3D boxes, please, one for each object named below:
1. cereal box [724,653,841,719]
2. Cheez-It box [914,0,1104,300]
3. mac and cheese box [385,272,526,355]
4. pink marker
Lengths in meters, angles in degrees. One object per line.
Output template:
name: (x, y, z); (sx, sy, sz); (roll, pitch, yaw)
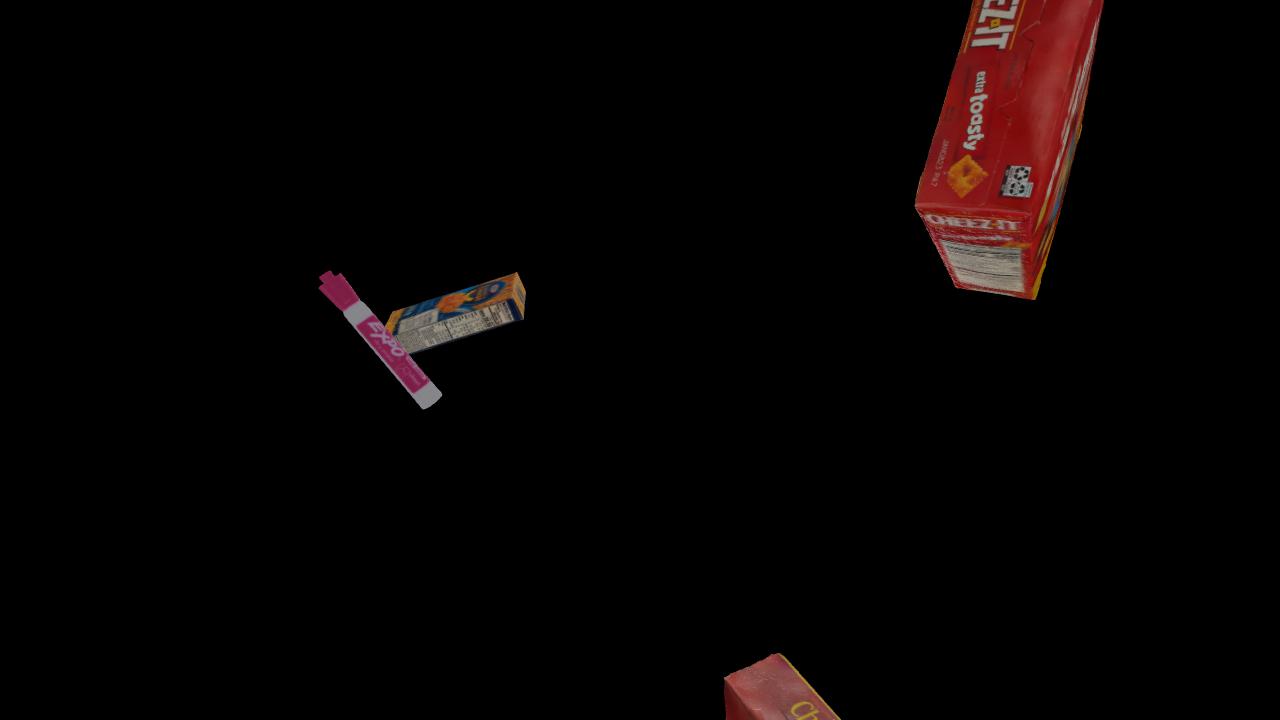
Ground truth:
cereal box: (0.165, 0.473, 0.581); (0.081, 0.306, 0.203); (-12, 19, -22)
Cheez-It box: (0.266, -0.148, 0.438); (0.071, 0.166, 0.223); (15, 1, 33)
mac and cheese box: (-0.246, -0.060, 0.822); (0.184, 0.041, 0.093); (-18, 29, 2)
pink marker: (-0.193, -0.014, 0.458); (0.020, 0.121, 0.020); (-31, 19, 12)
